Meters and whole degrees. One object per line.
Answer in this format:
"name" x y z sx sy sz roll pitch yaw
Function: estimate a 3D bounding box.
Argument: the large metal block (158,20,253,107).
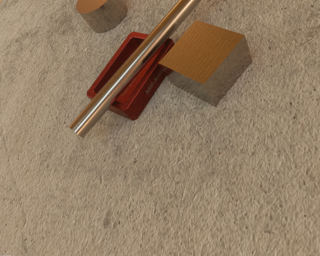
"large metal block" 0.060 -0.087 0.409 0.080 0.050 0.080 34 80 38

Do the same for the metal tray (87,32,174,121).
"metal tray" -0.041 -0.083 0.470 0.090 0.030 0.130 23 74 36

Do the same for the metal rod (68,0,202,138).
"metal rod" -0.020 -0.109 0.440 0.025 0.025 0.300 33 79 38

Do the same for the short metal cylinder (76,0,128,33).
"short metal cylinder" -0.109 -0.226 0.581 0.080 0.050 0.080 -13 56 20
